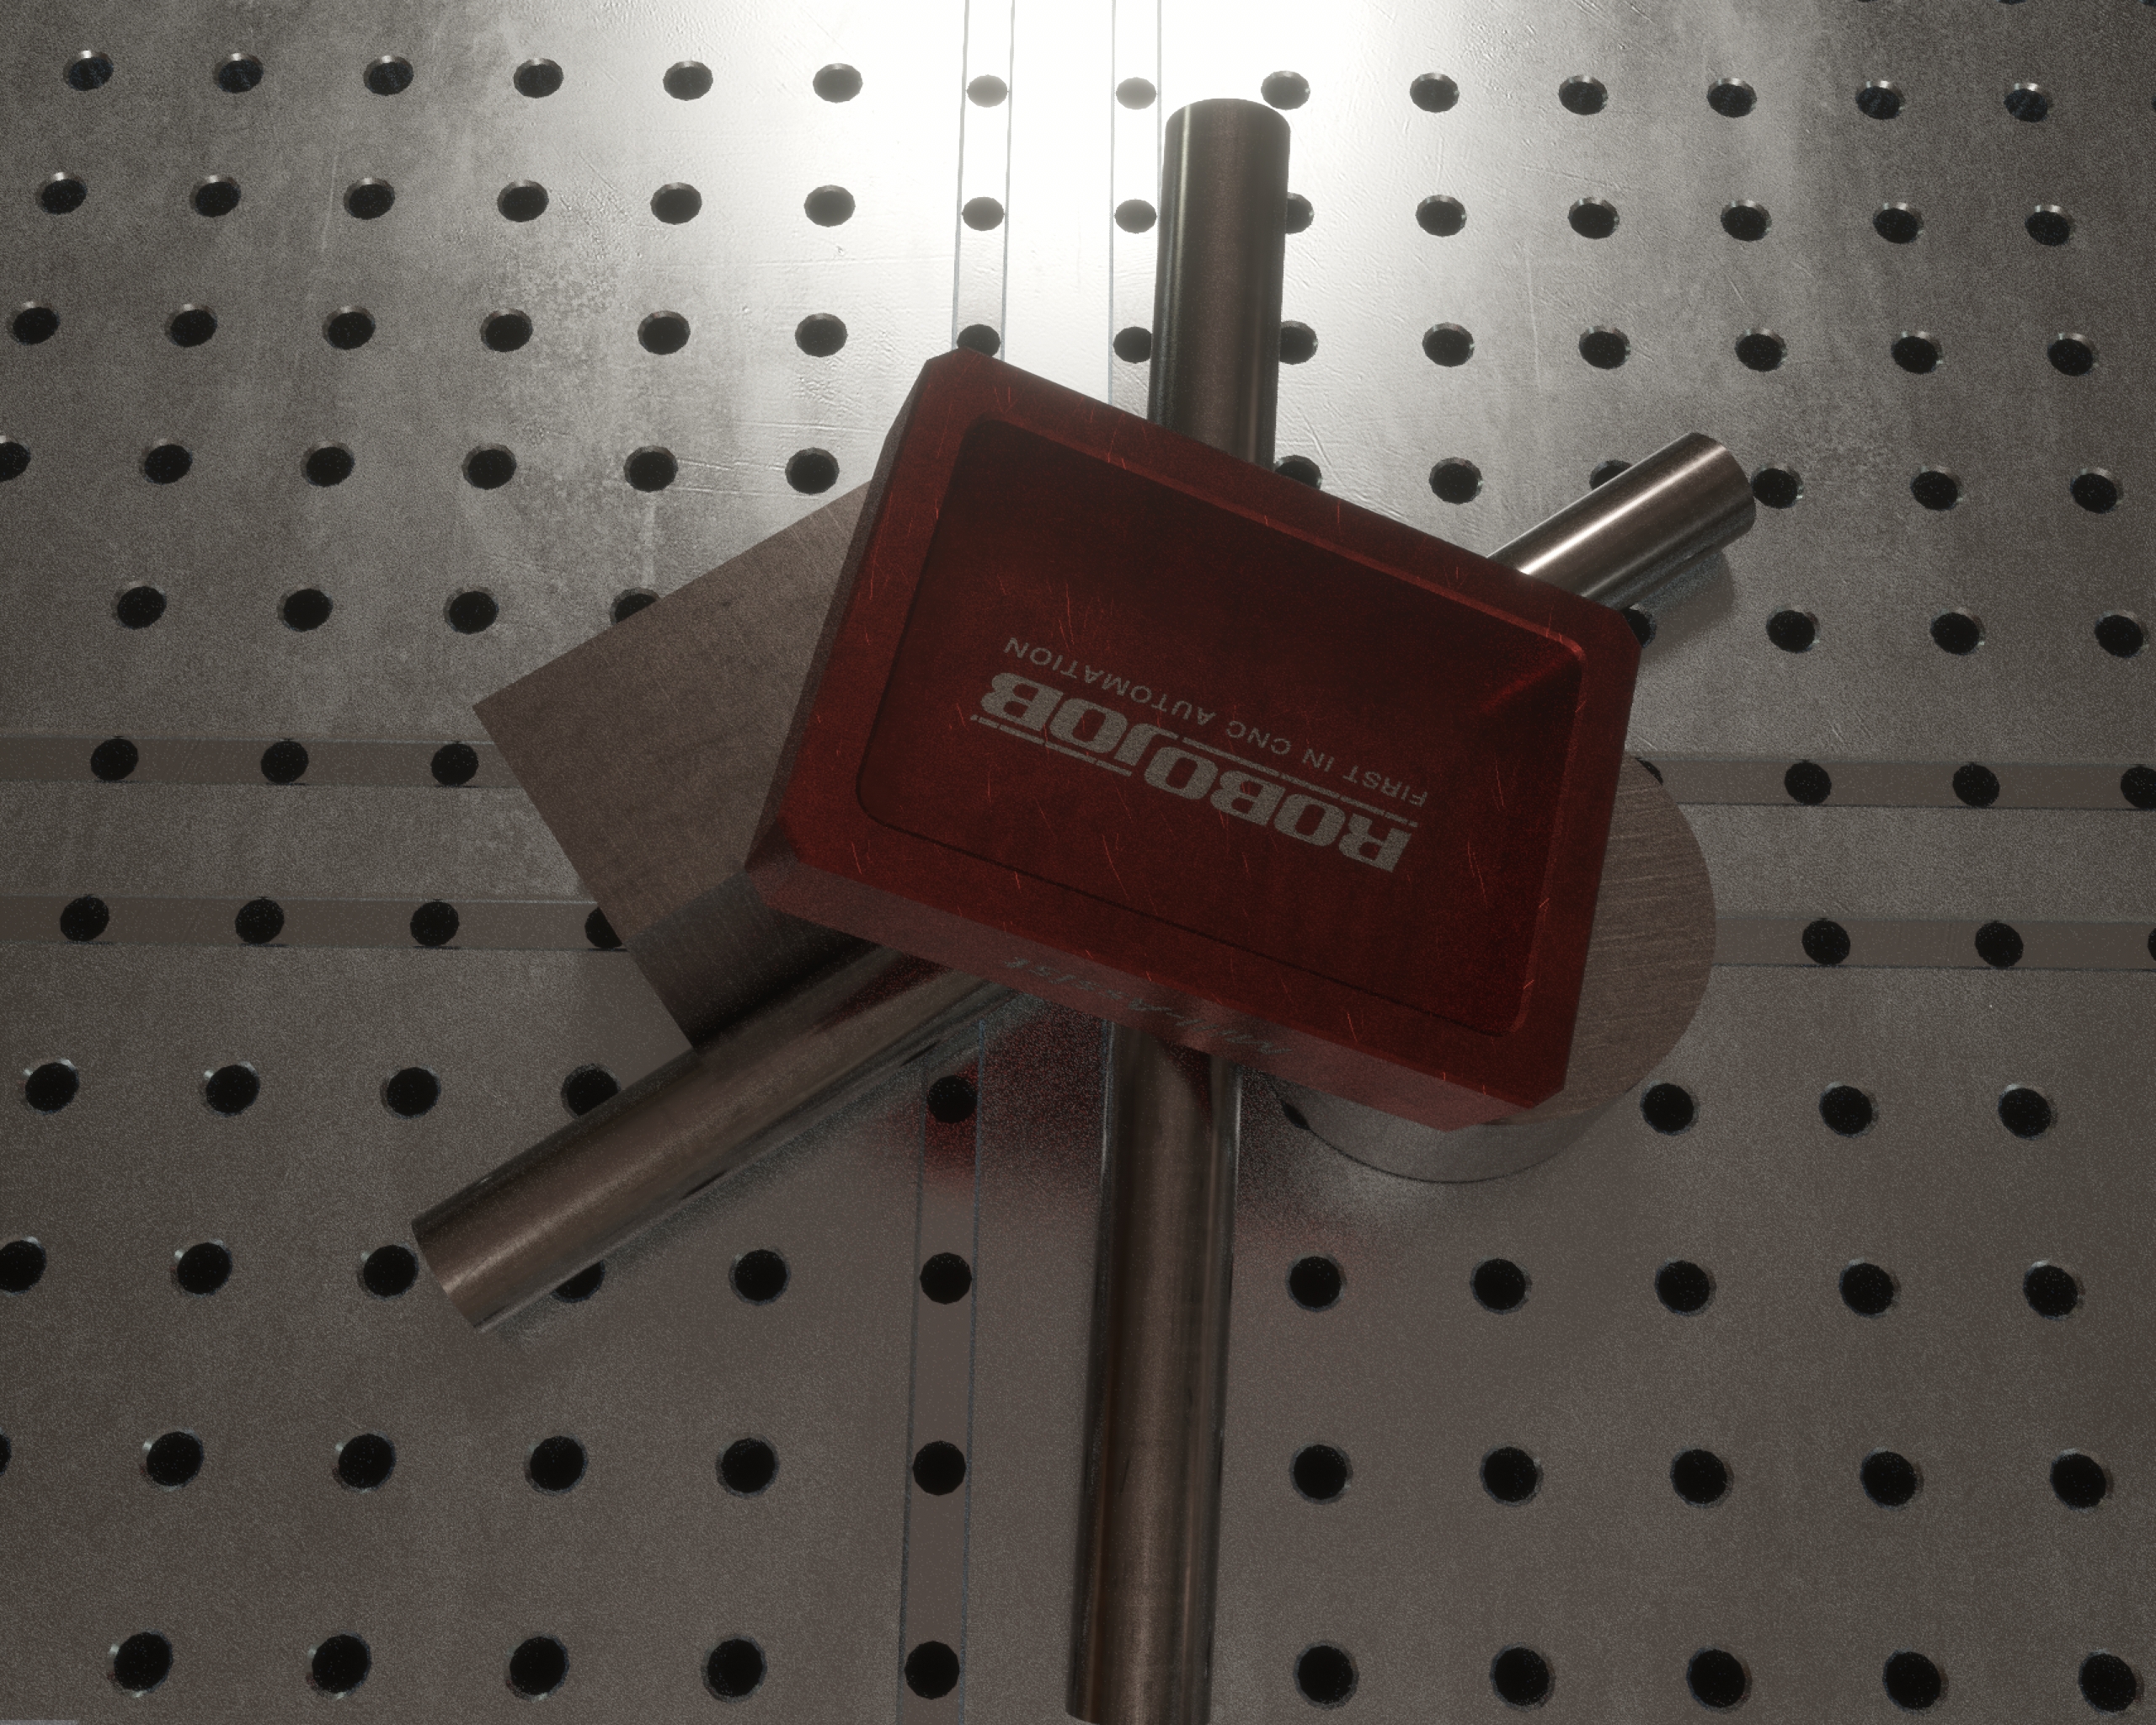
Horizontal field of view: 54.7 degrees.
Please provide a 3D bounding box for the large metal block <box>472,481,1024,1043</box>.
[{"bbox_3d":[-0.054,-0.014,0.386,0.080,0.080,0.050,-32,74,-11],"label":"large metal block"}]

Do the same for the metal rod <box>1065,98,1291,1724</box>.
[{"bbox_3d":[0.020,0.000,0.388,0.025,0.025,0.299,4,79,1],"label":"metal rod"}]

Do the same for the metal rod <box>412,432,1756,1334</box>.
[{"bbox_3d":[0.010,-0.002,0.413,0.301,0.025,0.025,-32,74,-12],"label":"metal rod"}]

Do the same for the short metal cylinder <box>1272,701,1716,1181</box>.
[{"bbox_3d":[0.072,0.016,0.392,0.081,0.050,0.080,0,70,0],"label":"short metal cylinder"}]

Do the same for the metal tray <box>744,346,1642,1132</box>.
[{"bbox_3d":[0.022,-0.018,0.341,0.131,0.030,0.090,19,70,-13],"label":"metal tray"}]
